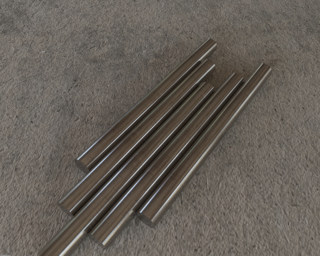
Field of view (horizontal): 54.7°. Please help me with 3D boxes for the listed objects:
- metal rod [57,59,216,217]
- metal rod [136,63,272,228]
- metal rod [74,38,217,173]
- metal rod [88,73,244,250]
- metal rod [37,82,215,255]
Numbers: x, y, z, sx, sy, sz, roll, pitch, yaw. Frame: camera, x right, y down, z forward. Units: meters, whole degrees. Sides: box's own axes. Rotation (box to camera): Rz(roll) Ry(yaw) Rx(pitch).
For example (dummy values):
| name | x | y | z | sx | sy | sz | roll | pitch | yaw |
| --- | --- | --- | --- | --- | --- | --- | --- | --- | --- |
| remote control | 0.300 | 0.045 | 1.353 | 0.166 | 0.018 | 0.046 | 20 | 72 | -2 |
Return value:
| name | x | y | z | sx | sy | sz | roll | pitch | yaw |
| --- | --- | --- | --- | --- | --- | --- | --- | --- | --- |
| metal rod | -0.012 | -0.005 | 0.409 | 0.025 | 0.025 | 0.301 | 29 | 56 | 22 |
| metal rod | 0.073 | 0.003 | 0.402 | 0.025 | 0.025 | 0.301 | 29 | 56 | 22 |
| metal rod | -0.003 | -0.047 | 0.444 | 0.025 | 0.025 | 0.301 | 29 | 56 | 22 |
| metal rod | 0.026 | 0.021 | 0.387 | 0.025 | 0.025 | 0.301 | 29 | 56 | 22 |
| metal rod | -0.019 | 0.036 | 0.374 | 0.025 | 0.025 | 0.301 | 29 | 56 | 22 |
